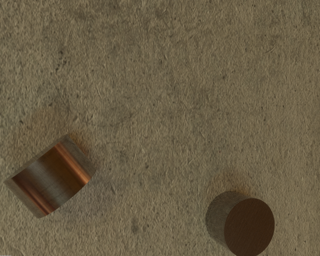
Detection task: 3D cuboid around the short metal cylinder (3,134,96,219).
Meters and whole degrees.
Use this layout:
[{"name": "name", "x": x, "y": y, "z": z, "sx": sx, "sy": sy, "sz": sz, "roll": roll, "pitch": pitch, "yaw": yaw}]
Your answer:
[{"name": "short metal cylinder", "x": -0.117, "y": 0.051, "z": 0.337, "sx": 0.080, "sy": 0.080, "sz": 0.050, "roll": -40, "pitch": 103, "yaw": -16}]

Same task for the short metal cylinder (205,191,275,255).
[{"name": "short metal cylinder", "x": 0.112, "y": 0.134, "z": 0.437, "sx": 0.081, "sy": 0.050, "sz": 0.080, "roll": 0, "pitch": 90, "yaw": -20}]
